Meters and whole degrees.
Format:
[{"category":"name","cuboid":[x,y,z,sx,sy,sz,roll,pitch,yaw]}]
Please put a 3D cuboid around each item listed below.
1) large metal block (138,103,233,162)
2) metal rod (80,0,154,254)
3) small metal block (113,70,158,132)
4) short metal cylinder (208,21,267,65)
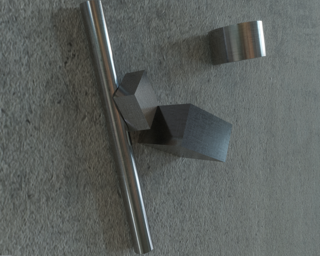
[{"category":"large metal block","cuboid":[0.032,0.007,0.398,0.080,0.080,0.050,22,76,-38]},{"category":"metal rod","cuboid":[-0.048,0.007,0.365,0.025,0.025,0.298,-19,102,-39]},{"category":"small metal block","cuboid":[-0.026,-0.032,0.364,0.050,0.025,0.050,-75,150,-47]},{"category":"short metal cylinder","cuboid":[0.117,-0.127,0.469,0.081,0.080,0.050,-17,101,-39]}]
